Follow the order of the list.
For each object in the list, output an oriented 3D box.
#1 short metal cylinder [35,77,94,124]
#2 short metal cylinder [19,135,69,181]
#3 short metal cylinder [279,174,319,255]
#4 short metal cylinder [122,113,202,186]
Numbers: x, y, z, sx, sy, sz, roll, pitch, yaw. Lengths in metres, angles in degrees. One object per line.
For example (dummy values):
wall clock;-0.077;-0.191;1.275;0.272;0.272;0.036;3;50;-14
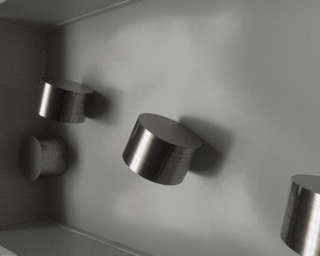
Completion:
short metal cylinder;-0.152;-0.045;0.493;0.080;0.081;0.050;29;108;36
short metal cylinder;-0.210;0.052;0.560;0.080;0.050;0.079;0;90;39
short metal cylinder;0.144;0.074;0.252;0.080;0.081;0.050;15;99;39
short metal cylinder;0.002;0.023;0.367;0.080;0.081;0.050;38;113;33
